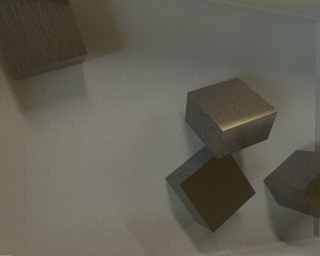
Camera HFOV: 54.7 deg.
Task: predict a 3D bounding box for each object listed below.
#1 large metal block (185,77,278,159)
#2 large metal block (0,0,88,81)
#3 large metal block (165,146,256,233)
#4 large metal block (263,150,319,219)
[{"bbox_3d":[0.089,-0.016,0.407,0.081,0.080,0.050,-19,137,-19],"label":"large metal block"},{"bbox_3d":[-0.136,-0.106,0.347,0.081,0.050,0.080,-20,97,-19],"label":"large metal block"},{"bbox_3d":[0.068,0.079,0.422,0.080,0.050,0.080,-37,102,-16],"label":"large metal block"},{"bbox_3d":[0.219,0.079,0.462,0.080,0.080,0.050,-37,102,-16],"label":"large metal block"}]
